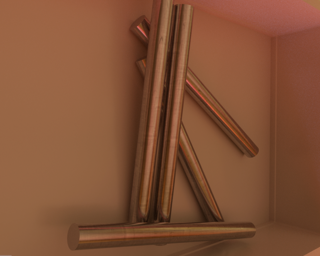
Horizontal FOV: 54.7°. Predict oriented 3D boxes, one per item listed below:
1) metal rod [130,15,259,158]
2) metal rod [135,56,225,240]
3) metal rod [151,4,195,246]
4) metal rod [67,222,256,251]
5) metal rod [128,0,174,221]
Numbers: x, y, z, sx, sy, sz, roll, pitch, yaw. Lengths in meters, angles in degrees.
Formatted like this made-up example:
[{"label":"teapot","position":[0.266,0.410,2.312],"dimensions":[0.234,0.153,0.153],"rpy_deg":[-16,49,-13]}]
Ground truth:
[{"label":"metal rod","position":[0.067,-0.044,0.461],"dimensions":[0.300,0.025,0.025],"rpy_deg":[42,65,-32]},{"label":"metal rod","position":[0.039,0.040,0.438],"dimensions":[0.025,0.025,0.299],"rpy_deg":[-38,113,-33]},{"label":"metal rod","position":[0.014,0.001,0.390],"dimensions":[0.025,0.025,0.298],"rpy_deg":[1,98,-40]},{"label":"metal rod","position":[0.029,0.133,0.394],"dimensions":[0.302,0.025,0.025],"rpy_deg":[14,81,-40]},{"label":"metal rod","position":[-0.010,-0.028,0.373],"dimensions":[0.025,0.025,0.298],"rpy_deg":[3,96,-40]}]
